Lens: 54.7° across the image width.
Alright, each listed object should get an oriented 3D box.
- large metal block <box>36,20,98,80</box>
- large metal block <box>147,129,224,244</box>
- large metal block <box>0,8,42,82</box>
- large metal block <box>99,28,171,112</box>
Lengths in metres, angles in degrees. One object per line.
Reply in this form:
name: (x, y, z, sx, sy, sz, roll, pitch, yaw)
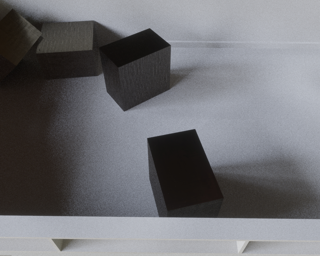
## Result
large metal block: (-0.143, -0.125, 0.493, 0.081, 0.050, 0.080, -5, 50, -4)
large metal block: (0.021, 0.061, 0.318, 0.050, 0.080, 0.080, -11, 51, -9)
large metal block: (-0.232, -0.115, 0.457, 0.080, 0.050, 0.080, -24, 37, 38)
large metal block: (-0.033, -0.082, 0.438, 0.081, 0.080, 0.050, -28, 56, -22)
